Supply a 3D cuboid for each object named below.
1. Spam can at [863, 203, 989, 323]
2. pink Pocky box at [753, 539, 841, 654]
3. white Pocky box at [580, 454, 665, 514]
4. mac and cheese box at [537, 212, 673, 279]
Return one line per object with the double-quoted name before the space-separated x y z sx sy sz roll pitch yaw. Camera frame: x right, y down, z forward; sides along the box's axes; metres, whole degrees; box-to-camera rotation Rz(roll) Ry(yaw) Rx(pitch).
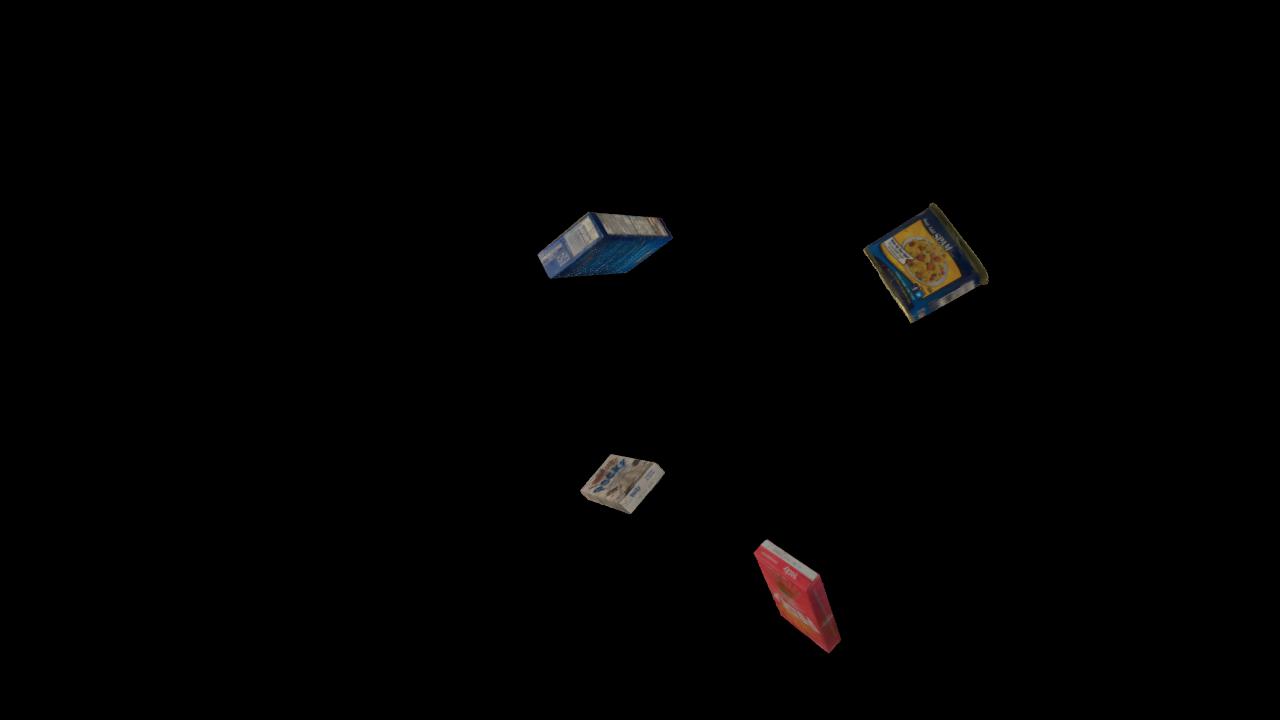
"Spam can" 0.305 -0.103 0.664 0.085 0.101 0.058 -33 -28 20
"pink Pocky box" 0.199 0.297 0.770 0.029 0.155 0.084 -40 38 -19
"white Pocky box" -0.030 0.188 0.948 0.084 0.028 0.154 -48 18 -22
"mac and cheese box" -0.039 -0.147 0.792 0.093 0.041 0.184 -34 -7 29
